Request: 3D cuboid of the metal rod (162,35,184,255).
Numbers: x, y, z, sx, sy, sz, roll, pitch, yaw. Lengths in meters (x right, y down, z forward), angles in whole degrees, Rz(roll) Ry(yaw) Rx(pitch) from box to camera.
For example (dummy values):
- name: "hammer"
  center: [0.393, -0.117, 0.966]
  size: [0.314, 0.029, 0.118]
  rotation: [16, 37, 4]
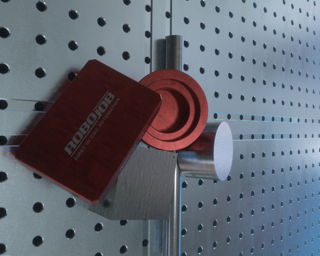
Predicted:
- name: "metal rod"
  center: [0.018, 0.025, 0.425]
  size: [0.025, 0.025, 0.298]
  rotation: [2, 89, -40]

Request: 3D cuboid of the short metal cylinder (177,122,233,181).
- name: "short metal cylinder"
  center: [0.065, 0.031, 0.430]
  size: [0.080, 0.050, 0.079]
  rotation: [-1, 91, -60]

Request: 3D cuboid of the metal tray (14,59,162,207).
- name: "metal tray"
  center: [-0.067, 0.001, 0.317]
  size: [0.090, 0.030, 0.130]
  rotation: [29, 67, 5]

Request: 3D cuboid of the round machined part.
- name: "round machined part"
  center: [0.007, -0.021, 0.387]
  size: [0.099, 0.042, 0.097]
  rotation: [0, 89, -15]

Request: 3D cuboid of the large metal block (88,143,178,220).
- name: "large metal block"
  center: [-0.030, 0.063, 0.368]
  size: [0.081, 0.050, 0.080]
  rotation: [13, 82, -39]
